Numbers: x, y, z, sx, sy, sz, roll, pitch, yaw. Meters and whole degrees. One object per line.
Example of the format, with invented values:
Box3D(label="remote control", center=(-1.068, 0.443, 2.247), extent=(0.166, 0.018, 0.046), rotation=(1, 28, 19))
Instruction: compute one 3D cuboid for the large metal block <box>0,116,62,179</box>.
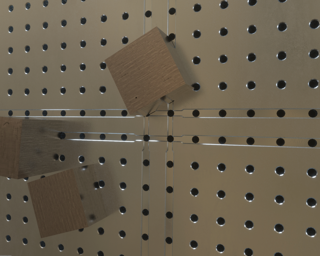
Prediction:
Box3D(label="large metal block", center=(-0.193, 0.025, 0.452), extent=(0.050, 0.080, 0.080), rotation=(6, 92, 20))

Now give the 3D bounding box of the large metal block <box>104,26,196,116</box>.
Box3D(label="large metal block", center=(-0.012, -0.070, 0.404), extent=(0.080, 0.050, 0.080), rotation=(-28, 81, 18))

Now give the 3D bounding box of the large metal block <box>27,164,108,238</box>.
Box3D(label="large metal block", center=(-0.133, 0.104, 0.447), extent=(0.080, 0.050, 0.080), rotation=(-19, 84, 19))
